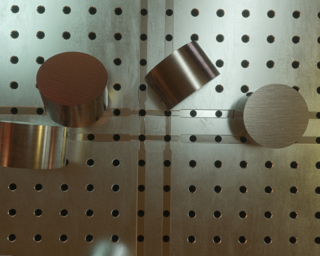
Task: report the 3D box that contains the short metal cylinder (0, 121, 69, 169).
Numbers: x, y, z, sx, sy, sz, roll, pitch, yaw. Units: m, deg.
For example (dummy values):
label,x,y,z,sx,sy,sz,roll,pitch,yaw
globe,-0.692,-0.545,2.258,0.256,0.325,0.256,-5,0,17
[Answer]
label,x,y,z,sx,sy,sz,roll,pitch,yaw
short metal cylinder,-0.156,0.020,0.384,0.081,0.080,0.050,5,90,-1

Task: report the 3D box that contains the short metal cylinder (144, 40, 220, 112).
label,x,y,z,sx,sy,sz,roll,pitch,yaw
short metal cylinder,0.027,-0.063,0.386,0.080,0.080,0.050,-36,90,0

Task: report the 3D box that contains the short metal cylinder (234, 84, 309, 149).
label,x,y,z,sx,sy,sz,roll,pitch,yaw
short metal cylinder,0.142,-0.015,0.403,0.081,0.050,0.079,0,90,-1

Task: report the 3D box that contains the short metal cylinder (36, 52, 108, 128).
label,x,y,z,sx,sy,sz,roll,pitch,yaw
short metal cylinder,-0.105,-0.047,0.383,0.081,0.050,0.080,4,60,-7
